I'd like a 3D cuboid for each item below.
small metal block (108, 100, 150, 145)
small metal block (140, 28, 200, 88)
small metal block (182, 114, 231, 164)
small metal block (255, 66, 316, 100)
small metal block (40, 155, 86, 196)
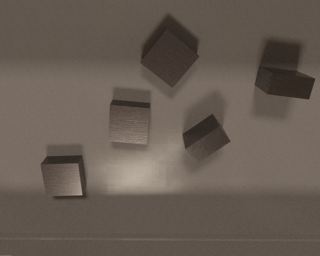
[{"bbox_3d":[-0.040,-0.008,0.408,0.050,0.025,0.050,5,110,-3],"label":"small metal block"},{"bbox_3d":[0.012,-0.086,0.380,0.050,0.025,0.050,37,106,-13],"label":"small metal block"},{"bbox_3d":[0.059,0.013,0.404,0.050,0.050,0.025,-35,107,12],"label":"small metal block"},{"bbox_3d":[0.151,-0.056,0.379,0.050,0.050,0.025,7,110,-3],"label":"small metal block"},{"bbox_3d":[-0.134,0.067,0.434,0.050,0.025,0.050,-2,110,0],"label":"small metal block"}]
